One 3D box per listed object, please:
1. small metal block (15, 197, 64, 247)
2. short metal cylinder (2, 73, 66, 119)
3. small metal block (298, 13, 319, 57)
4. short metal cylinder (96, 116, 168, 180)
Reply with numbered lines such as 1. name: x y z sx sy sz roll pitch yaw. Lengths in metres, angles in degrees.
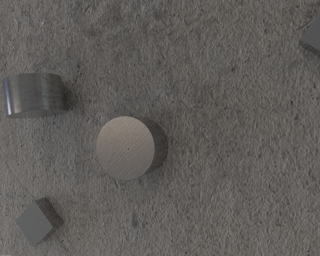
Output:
1. small metal block: -0.184 0.143 0.474 0.050 0.025 0.050 -44 77 14
2. short metal cylinder: -0.179 -0.044 0.443 0.080 0.080 0.050 -9 87 20
3. small metal block: 0.191 -0.103 0.341 0.050 0.025 0.050 38 102 16
4. short metal cylinder: -0.036 0.025 0.408 0.080 0.050 0.080 0 90 20
